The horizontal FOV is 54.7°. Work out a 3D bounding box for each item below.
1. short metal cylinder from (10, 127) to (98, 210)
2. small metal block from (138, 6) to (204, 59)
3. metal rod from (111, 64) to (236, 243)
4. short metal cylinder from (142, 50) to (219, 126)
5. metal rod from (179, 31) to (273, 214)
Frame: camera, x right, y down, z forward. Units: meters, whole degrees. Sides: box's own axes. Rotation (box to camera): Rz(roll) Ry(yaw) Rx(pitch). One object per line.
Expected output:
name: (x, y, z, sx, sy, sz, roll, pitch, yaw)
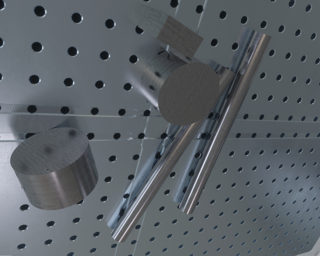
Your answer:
short metal cylinder: (-0.113, 0.042, 0.340, 0.081, 0.080, 0.050, -19, 126, -17)
small metal block: (0.011, -0.104, 0.337, 0.050, 0.050, 0.025, 21, 107, -36)
metal rod: (0.013, 0.045, 0.446, 0.025, 0.025, 0.299, 22, 106, -37)
short metal cylinder: (0.024, -0.049, 0.378, 0.081, 0.050, 0.079, -14, 124, -21)
metal rod: (0.090, 0.006, 0.464, 0.025, 0.025, 0.298, 6, 116, -31)
